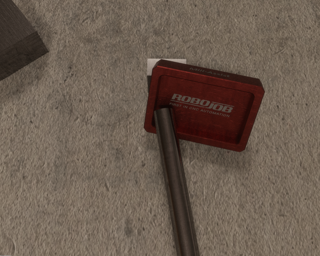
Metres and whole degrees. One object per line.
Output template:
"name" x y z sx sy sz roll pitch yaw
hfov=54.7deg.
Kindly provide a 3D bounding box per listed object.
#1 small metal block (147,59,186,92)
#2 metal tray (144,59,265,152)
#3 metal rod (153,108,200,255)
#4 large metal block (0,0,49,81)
"small metal block" 0.009 -0.070 0.420 0.050 0.050 0.025 1 70 0
"metal tray" 0.051 -0.027 0.385 0.131 0.089 0.030 12 29 4
"metal rod" 0.028 0.122 0.348 0.025 0.025 0.299 -9 76 -4
"large metal block" -0.222 -0.128 0.439 0.080 0.050 0.080 -37 74 -13
